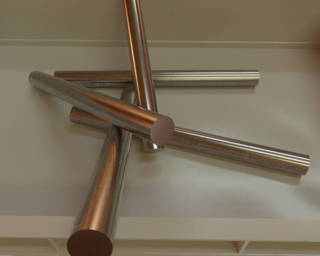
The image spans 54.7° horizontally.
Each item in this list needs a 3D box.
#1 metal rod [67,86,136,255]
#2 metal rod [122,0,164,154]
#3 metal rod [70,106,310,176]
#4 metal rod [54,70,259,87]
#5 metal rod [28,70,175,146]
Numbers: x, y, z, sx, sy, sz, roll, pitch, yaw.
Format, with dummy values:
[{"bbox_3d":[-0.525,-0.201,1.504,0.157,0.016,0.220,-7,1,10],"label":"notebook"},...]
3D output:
[{"bbox_3d":[-0.041,0.009,0.309,0.025,0.025,0.300,-1,22,-1],"label":"metal rod"},{"bbox_3d":[-0.030,-0.115,0.408,0.025,0.025,0.299,-7,74,-6],"label":"metal rod"},{"bbox_3d":[0.029,0.012,0.394,0.301,0.025,0.025,13,51,10],"label":"metal rod"},{"bbox_3d":[-0.004,-0.075,0.467,0.302,0.025,0.025,0,50,-1],"label":"metal rod"},{"bbox_3d":[-0.092,-0.036,0.359,0.025,0.025,0.300,-36,35,-26],"label":"metal rod"}]
